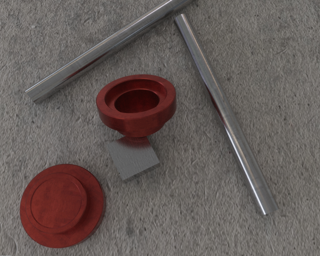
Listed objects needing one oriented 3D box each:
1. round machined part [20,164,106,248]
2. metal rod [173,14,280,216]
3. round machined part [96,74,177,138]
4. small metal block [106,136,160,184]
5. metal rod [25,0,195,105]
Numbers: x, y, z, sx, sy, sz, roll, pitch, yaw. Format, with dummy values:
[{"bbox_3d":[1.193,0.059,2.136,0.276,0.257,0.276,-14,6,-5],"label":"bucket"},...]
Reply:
[{"bbox_3d":[-0.116,0.090,0.365,0.099,0.042,0.098,0,70,0],"label":"round machined part"},{"bbox_3d":[0.082,-0.031,0.420,0.025,0.025,0.299,-18,71,-7],"label":"metal rod"},{"bbox_3d":[-0.028,-0.025,0.394,0.099,0.042,0.098,-3,40,3],"label":"round machined part"},{"bbox_3d":[-0.034,0.036,0.395,0.050,0.025,0.050,-25,72,-9],"label":"small metal block"},{"bbox_3d":[-0.059,-0.130,0.455,0.301,0.025,0.025,-37,74,-13],"label":"metal rod"}]
